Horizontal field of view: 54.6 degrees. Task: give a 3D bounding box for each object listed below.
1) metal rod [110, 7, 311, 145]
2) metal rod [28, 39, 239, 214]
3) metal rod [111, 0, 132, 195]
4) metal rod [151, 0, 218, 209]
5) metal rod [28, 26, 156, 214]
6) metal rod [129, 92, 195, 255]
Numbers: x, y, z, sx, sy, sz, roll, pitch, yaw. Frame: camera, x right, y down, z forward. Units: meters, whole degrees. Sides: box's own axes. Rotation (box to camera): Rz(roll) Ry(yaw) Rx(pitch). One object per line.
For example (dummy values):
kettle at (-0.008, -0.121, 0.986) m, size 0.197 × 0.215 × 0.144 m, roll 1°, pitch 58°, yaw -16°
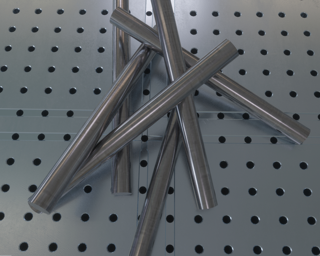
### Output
metal rod at (0.064, -0.071, 0.415) m, size 0.301 × 0.025 × 0.025 m, roll 33°, pitch 73°, yaw 2°
metal rod at (-0.034, 0.001, 0.367) m, size 0.300 × 0.025 × 0.025 m, roll -39°, pitch 74°, yaw 4°
metal rod at (-0.054, -0.059, 0.433) m, size 0.025 × 0.025 × 0.299 m, roll -2°, pitch 70°, yaw -1°
metal rod at (0.026, -0.050, 0.388) m, size 0.025 × 0.025 × 0.299 m, roll -12°, pitch 86°, yaw -4°
metal rod at (-0.060, -0.033, 0.388) m, size 0.025 × 0.025 × 0.301 m, roll 23°, pitch 58°, yaw 8°
metal rod at (-0.003, 0.081, 0.382) m, size 0.025 × 0.025 × 0.300 m, roll 15°, pitch 71°, yaw 5°
